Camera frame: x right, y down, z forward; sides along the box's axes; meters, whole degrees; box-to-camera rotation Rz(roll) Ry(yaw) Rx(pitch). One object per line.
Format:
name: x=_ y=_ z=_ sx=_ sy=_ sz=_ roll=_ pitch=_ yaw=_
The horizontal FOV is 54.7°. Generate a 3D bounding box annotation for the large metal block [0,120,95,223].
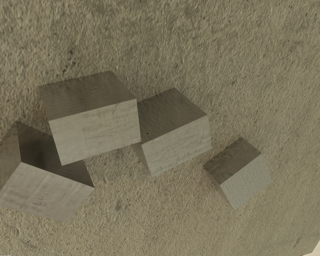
large metal block: x=-0.127 y=0.046 z=0.330 sx=0.080 sy=0.080 sz=0.050 roll=31 pitch=101 yaw=-38

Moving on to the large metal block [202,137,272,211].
large metal block: x=0.128 y=0.075 z=0.507 sx=0.080 sy=0.050 sz=0.080 roll=-36 pitch=129 yaw=-4

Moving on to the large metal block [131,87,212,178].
large metal block: x=0.005 y=0.002 z=0.375 sx=0.081 sy=0.080 sz=0.050 roll=-24 pitch=127 yaw=-14

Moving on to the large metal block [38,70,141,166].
large metal block: x=-0.074 y=-0.015 z=0.321 sx=0.081 sy=0.080 sz=0.050 roll=-17 pitch=125 yaw=-19
